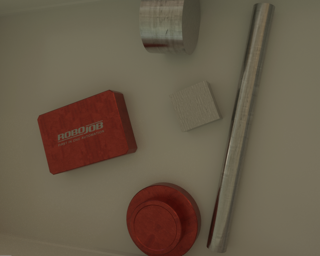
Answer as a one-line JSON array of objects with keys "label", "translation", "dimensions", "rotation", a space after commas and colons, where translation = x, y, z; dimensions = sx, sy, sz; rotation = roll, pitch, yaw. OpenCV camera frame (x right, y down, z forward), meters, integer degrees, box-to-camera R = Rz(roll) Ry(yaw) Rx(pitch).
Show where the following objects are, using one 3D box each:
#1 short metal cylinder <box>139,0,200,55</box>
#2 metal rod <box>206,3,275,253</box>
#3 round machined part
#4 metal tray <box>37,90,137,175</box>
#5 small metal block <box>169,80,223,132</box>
[{"label": "short metal cylinder", "translation": [0.014, -0.130, 0.376], "dimensions": [0.050, 0.080, 0.079], "rotation": [8, 93, 19]}, {"label": "metal rod", "translation": [0.097, 0.003, 0.376], "dimensions": [0.025, 0.025, 0.298], "rotation": [12, 94, 19]}, {"label": "round machined part", "translation": [0.001, 0.123, 0.400], "dimensions": [0.098, 0.042, 0.097], "rotation": [0, 90, 19]}, {"label": "metal tray", "translation": [-0.106, 0.008, 0.444], "dimensions": [0.130, 0.030, 0.090], "rotation": [-17, 85, 18]}, {"label": "small metal block", "translation": [0.046, -0.027, 0.394], "dimensions": [0.050, 0.025, 0.050], "rotation": [-21, 83, 18]}]
